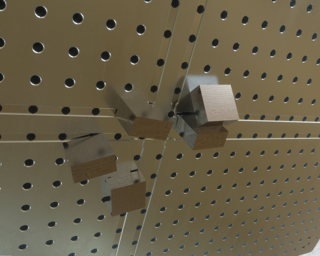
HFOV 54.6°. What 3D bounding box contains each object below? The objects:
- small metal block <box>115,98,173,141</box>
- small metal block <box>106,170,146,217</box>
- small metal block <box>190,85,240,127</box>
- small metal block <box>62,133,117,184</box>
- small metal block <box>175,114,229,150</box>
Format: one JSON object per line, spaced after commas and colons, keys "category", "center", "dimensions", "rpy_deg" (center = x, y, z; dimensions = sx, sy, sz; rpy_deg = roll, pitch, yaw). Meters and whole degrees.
{"category": "small metal block", "center": [-0.020, -0.011, 0.377], "dimensions": [0.050, 0.050, 0.025], "rpy_deg": [9, 114, -32]}
{"category": "small metal block", "center": [-0.048, 0.093, 0.442], "dimensions": [0.050, 0.025, 0.050], "rpy_deg": [-11, 123, -23]}
{"category": "small metal block", "center": [0.073, -0.030, 0.413], "dimensions": [0.050, 0.050, 0.025], "rpy_deg": [-4, 165, -26]}
{"category": "small metal block", "center": [-0.084, 0.034, 0.370], "dimensions": [0.050, 0.050, 0.025], "rpy_deg": [-14, 124, -21]}
{"category": "small metal block", "center": [0.057, 0.004, 0.427], "dimensions": [0.050, 0.050, 0.025], "rpy_deg": [-4, 124, -26]}
